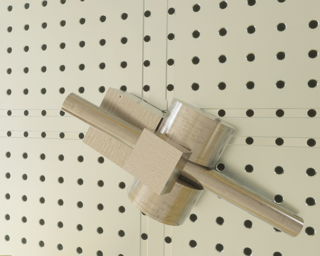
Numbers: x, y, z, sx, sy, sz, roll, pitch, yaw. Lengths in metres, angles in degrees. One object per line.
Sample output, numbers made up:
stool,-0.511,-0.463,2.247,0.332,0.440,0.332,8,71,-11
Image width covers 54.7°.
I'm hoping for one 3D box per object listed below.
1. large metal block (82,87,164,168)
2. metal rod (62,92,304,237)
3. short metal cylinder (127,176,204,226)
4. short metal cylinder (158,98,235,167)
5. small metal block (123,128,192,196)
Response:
large metal block,-0.041,0.003,0.408,0.080,0.050,0.080,31,100,17
metal rod,0.024,0.041,0.358,0.301,0.025,0.025,29,100,2
short metal cylinder,0.007,0.073,0.377,0.080,0.080,0.050,32,100,17
short metal cylinder,0.041,0.004,0.366,0.080,0.080,0.050,29,100,17
small metal block,-0.003,0.034,0.326,0.050,0.025,0.050,32,101,25
